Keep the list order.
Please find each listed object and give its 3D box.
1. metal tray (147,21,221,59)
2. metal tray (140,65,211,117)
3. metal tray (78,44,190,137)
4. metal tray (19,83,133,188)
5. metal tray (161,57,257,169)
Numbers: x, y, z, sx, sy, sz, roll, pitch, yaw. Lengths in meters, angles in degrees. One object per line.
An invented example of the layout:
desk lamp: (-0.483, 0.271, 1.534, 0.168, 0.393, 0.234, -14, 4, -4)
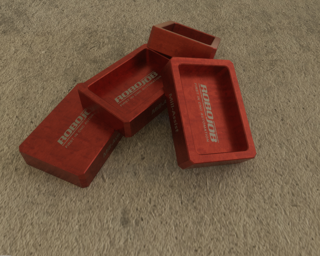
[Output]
metal tray: (0.041, -0.129, 0.466, 0.090, 0.030, 0.130, 21, 25, 4)
metal tray: (0.033, -0.070, 0.460, 0.130, 0.030, 0.090, 21, 53, 16)
metal tray: (-0.028, -0.055, 0.408, 0.090, 0.030, 0.131, 34, 57, 25)
metal tray: (-0.099, 0.003, 0.397, 0.090, 0.030, 0.130, 19, 52, 15)
metal tray: (0.057, -0.020, 0.375, 0.091, 0.030, 0.129, -3, 72, -24)
